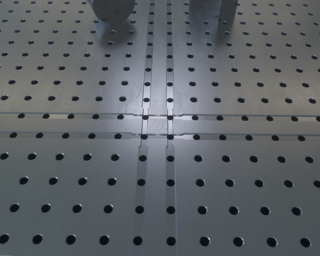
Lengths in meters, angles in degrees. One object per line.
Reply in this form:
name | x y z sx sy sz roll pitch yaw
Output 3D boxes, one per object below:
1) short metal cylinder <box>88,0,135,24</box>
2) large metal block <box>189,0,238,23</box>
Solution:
short metal cylinder | -0.093 -0.243 0.575 0.081 0.080 0.050 -19 53 -15
large metal block | 0.105 -0.263 0.594 0.050 0.080 0.080 -33 58 -25
